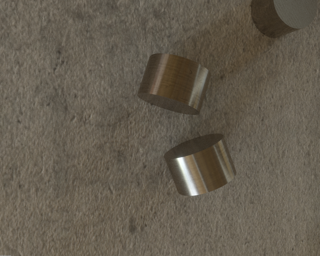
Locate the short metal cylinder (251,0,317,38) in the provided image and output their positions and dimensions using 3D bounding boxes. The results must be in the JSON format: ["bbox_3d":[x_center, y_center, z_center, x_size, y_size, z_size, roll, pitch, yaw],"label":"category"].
[{"bbox_3d":[0.186,-0.182,0.466,0.081,0.050,0.079,0,90,-21],"label":"short metal cylinder"}]

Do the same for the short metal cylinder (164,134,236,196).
[{"bbox_3d":[0.051,0.046,0.400,0.081,0.080,0.050,-24,98,-19],"label":"short metal cylinder"}]

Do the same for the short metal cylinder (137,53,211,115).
[{"bbox_3d":[0.018,-0.053,0.387,0.081,0.080,0.050,19,84,-20],"label":"short metal cylinder"}]
